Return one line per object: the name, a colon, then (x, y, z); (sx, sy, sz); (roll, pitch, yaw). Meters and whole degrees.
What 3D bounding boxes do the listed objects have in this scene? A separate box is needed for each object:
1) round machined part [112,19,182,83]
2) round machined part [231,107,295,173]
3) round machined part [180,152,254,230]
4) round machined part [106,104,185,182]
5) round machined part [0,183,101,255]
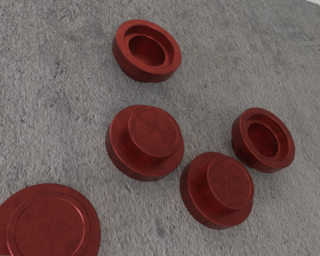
round machined part: (-0.022, -0.104, 0.445); (0.099, 0.042, 0.098); (14, 56, -21)
round machined part: (0.146, 0.021, 0.458); (0.099, 0.042, 0.098); (14, 56, -21)
round machined part: (0.078, 0.074, 0.390); (0.099, 0.042, 0.098); (14, 56, -21)
round machined part: (-0.013, 0.012, 0.378); (0.099, 0.042, 0.098); (14, 56, -21)
round machined part: (-0.101, 0.096, 0.280); (0.099, 0.042, 0.098); (14, 56, -21)
